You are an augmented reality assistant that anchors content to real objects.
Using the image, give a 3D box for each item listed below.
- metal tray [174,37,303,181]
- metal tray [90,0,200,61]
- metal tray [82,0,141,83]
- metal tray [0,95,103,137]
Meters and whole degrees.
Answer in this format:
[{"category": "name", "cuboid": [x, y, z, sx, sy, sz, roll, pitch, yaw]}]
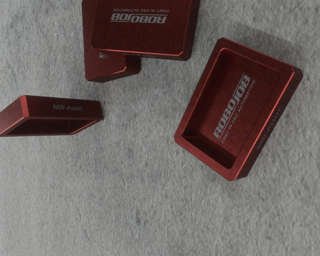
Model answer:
[{"category": "metal tray", "cuboid": [0.078, -0.020, 0.335, 0.090, 0.030, 0.129, 36, 112, 34]}, {"category": "metal tray", "cuboid": [-0.020, -0.137, 0.391, 0.130, 0.030, 0.089, 10, 93, 23]}, {"category": "metal tray", "cuboid": [-0.074, -0.139, 0.461, 0.090, 0.030, 0.129, -6, 86, 39]}, {"category": "metal tray", "cuboid": [-0.164, -0.015, 0.469, 0.090, 0.131, 0.030, -23, 76, 37]}]
